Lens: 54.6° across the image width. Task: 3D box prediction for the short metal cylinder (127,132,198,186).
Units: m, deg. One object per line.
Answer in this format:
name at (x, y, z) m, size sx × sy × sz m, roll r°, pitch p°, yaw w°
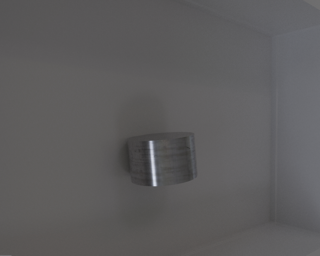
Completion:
short metal cylinder at (0.003, 0.034, 0.372) m, size 0.081 × 0.080 × 0.050 m, roll -9°, pitch 96°, yaw -40°
